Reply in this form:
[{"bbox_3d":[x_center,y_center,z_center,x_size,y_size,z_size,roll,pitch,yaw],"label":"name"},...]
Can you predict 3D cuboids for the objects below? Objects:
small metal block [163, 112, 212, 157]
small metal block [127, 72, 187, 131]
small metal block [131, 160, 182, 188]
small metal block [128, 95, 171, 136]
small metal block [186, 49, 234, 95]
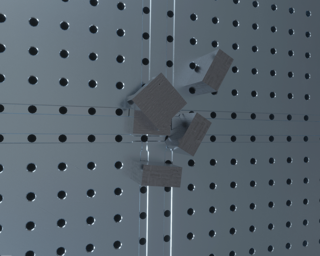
[{"bbox_3d":[0.036,0.008,0.412,0.025,0.050,0.050,33,79,-17],"label":"small metal block"},{"bbox_3d":[-0.004,-0.032,0.384,0.050,0.025,0.050,-45,104,-15],"label":"small metal block"},{"bbox_3d":[-0.006,0.058,0.397,0.050,0.050,0.025,7,88,-20],"label":"small metal block"},{"bbox_3d":[-0.013,-0.016,0.408,0.050,0.025,0.050,4,89,-20],"label":"small metal block"},{"bbox_3d":[0.067,-0.075,0.423,0.025,0.050,0.050,32,80,-17],"label":"small metal block"}]
